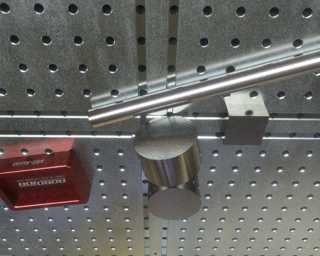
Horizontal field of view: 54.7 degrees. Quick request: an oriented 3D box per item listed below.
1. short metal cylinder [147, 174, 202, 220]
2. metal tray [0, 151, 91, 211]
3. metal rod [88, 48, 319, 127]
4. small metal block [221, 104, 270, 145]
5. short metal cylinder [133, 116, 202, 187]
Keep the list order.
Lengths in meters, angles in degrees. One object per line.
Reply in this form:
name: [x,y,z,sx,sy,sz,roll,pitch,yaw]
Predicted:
short metal cylinder: [0.021,0.099,0.479,0.081,0.050,0.079,0,130,0]
metal tray: [-0.183,0.084,0.477,0.131,0.030,0.090,-7,130,6]
metal rod: [0.057,-0.047,0.371,0.301,0.025,0.025,-13,129,11]
small metal block: [0.111,-0.004,0.409,0.050,0.025,0.050,0,130,-1]
short metal cylinder: [0.011,0.028,0.400,0.080,0.080,0.050,-9,130,7]
